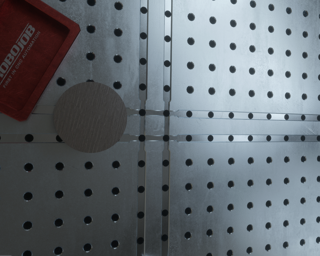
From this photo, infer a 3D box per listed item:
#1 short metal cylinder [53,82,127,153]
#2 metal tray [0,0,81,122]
[{"bbox_3d":[-0.085,-0.012,0.369,0.081,0.050,0.079,0,90,-21],"label":"short metal cylinder"},{"bbox_3d":[-0.162,-0.083,0.350,0.090,0.030,0.130,30,80,-18],"label":"metal tray"}]
